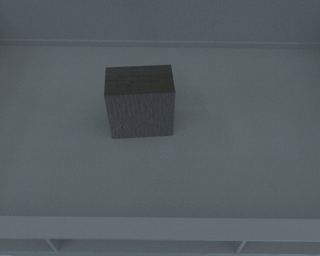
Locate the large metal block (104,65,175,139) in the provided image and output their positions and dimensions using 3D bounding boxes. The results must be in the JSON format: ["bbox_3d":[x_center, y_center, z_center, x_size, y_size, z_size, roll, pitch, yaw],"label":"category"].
[{"bbox_3d":[-0.025,-0.032,0.396,0.081,0.080,0.050,-3,50,-3],"label":"large metal block"}]
